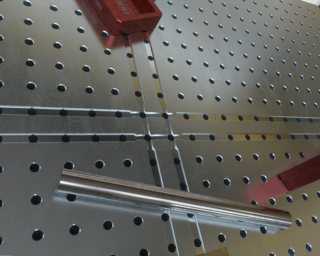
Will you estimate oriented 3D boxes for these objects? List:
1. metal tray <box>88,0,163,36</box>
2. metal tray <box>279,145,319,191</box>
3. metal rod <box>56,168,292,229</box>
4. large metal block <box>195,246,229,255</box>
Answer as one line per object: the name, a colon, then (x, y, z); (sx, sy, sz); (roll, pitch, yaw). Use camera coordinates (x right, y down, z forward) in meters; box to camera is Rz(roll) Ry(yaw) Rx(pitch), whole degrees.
metal tray: (-0.067, -0.213, 0.498); (0.091, 0.030, 0.130); (-24, 75, -37)
metal tray: (0.254, 0.045, 0.475); (0.131, 0.090, 0.030); (-22, 74, -36)
metal rod: (0.034, 0.090, 0.371); (0.302, 0.025, 0.025); (15, 56, -20)
large metal block: (0.017, 0.153, 0.289); (0.081, 0.080, 0.050); (-4, 64, -30)
